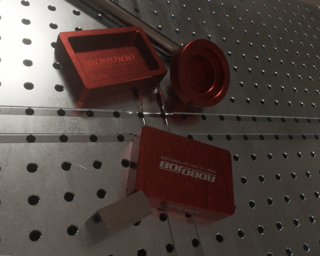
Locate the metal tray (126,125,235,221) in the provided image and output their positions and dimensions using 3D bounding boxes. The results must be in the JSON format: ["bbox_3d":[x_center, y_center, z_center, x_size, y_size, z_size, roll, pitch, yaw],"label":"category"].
[{"bbox_3d":[0.029,0.057,0.387,0.131,0.030,0.090,17,55,-19],"label":"metal tray"}]

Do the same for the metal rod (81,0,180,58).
[{"bbox_3d":[-0.064,-0.176,0.482,0.301,0.025,0.025,31,52,-9],"label":"metal rod"}]

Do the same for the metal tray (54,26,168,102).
[{"bbox_3d":[-0.065,-0.093,0.427,0.131,0.030,0.090,-18,72,-35],"label":"metal tray"}]

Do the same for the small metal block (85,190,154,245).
[{"bbox_3d":[-0.042,0.091,0.315,0.050,0.050,0.025,-18,72,-35],"label":"small metal block"}]

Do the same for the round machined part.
[{"bbox_3d":[0.054,-0.079,0.460,0.099,0.042,0.097,1,89,-34],"label":"round machined part"}]
